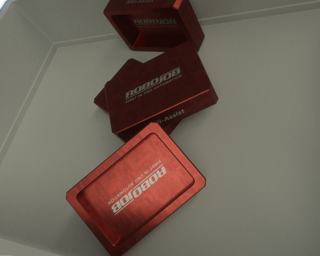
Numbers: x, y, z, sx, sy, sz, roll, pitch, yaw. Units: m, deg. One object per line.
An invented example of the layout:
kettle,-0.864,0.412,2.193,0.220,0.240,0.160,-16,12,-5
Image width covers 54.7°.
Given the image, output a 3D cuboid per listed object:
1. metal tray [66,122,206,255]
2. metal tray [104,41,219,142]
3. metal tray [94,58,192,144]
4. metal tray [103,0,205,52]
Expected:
metal tray,-0.026,0.067,0.346,0.130,0.030,0.090,-40,84,1
metal tray,-0.003,-0.046,0.393,0.130,0.030,0.090,-25,53,12
metal tray,-0.024,-0.040,0.440,0.130,0.030,0.090,32,79,38
metal tray,-0.009,-0.155,0.463,0.130,0.090,0.030,11,68,32
